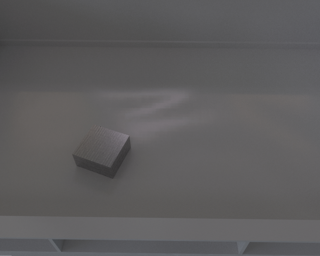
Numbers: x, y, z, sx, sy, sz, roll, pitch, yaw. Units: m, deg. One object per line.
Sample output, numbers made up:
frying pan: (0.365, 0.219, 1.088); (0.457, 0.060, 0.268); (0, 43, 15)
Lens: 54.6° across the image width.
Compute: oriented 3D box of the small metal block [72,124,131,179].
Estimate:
small metal block: (-0.070, 0.028, 0.382); (0.050, 0.025, 0.050); (17, 52, 14)
